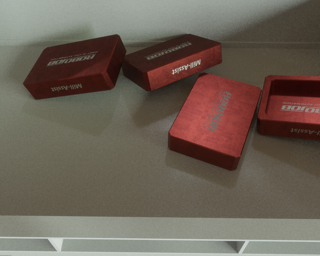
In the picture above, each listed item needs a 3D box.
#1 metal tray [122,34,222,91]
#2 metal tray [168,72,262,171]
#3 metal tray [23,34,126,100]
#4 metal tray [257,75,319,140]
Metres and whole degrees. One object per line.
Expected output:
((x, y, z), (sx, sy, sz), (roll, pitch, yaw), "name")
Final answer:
((0.016, -0.103, 0.469), (0.131, 0.030, 0.090), (-24, 34, -19), "metal tray")
((0.076, -0.014, 0.414), (0.090, 0.030, 0.130), (18, 52, 15), "metal tray")
((-0.122, -0.089, 0.453), (0.130, 0.030, 0.090), (-5, 48, 17), "metal tray")
((0.201, -0.028, 0.405), (0.130, 0.030, 0.090), (6, 50, 23), "metal tray")
